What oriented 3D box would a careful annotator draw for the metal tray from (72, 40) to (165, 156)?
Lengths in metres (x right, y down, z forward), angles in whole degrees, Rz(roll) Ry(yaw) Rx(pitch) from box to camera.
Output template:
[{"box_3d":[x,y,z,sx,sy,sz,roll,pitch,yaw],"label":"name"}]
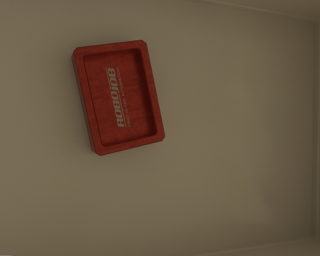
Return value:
[{"box_3d":[-0.051,-0.038,0.389,0.091,0.030,0.129,-13,95,-20],"label":"metal tray"}]
